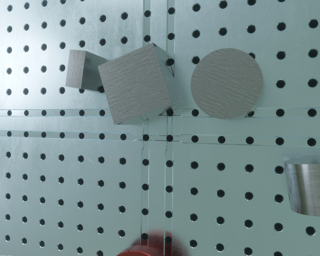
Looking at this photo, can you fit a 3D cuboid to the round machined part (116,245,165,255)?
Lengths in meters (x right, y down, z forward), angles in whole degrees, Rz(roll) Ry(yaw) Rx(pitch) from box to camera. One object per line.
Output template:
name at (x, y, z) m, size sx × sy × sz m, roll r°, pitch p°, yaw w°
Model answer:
round machined part at (-0.021, 0.204, 0.411) m, size 0.098 × 0.042 × 0.097 m, roll 0°, pitch 90°, yaw 20°

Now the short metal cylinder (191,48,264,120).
short metal cylinder at (0.082, -0.050, 0.370) m, size 0.080 × 0.050 × 0.079 m, roll 0°, pitch 90°, yaw 20°

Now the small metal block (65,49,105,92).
small metal block at (-0.104, -0.079, 0.436) m, size 0.025 × 0.050 × 0.050 m, roll 9°, pitch 93°, yaw 20°

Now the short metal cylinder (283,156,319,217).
short metal cylinder at (0.175, 0.056, 0.322) m, size 0.080 × 0.080 × 0.050 m, roll -8°, pitch 87°, yaw 20°

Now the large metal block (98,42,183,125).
large metal block at (-0.025, -0.054, 0.408) m, size 0.080 × 0.050 × 0.080 m, roll -18°, pitch 84°, yaw 19°
